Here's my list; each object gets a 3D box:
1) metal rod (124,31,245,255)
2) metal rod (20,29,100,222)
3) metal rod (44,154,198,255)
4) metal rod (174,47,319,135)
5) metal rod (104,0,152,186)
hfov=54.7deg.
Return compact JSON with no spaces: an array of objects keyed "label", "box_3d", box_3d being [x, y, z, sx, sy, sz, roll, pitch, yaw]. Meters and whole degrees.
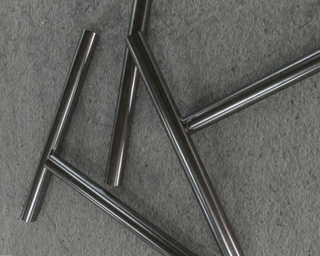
[{"label":"metal rod","box_3d":[0.030,0.026,0.374,0.025,0.025,0.299,-24,91,18]},{"label":"metal rod","box_3d":[-0.151,0.001,0.462,0.025,0.025,0.298,23,98,18]},{"label":"metal rod","box_3d":[-0.034,0.125,0.413,0.300,0.025,0.025,32,101,14]},{"label":"metal rod","box_3d":[0.146,-0.060,0.357,0.300,0.025,0.025,-27,81,17]},{"label":"metal rod","box_3d":[-0.041,-0.070,0.423,0.025,0.025,0.298,11,94,19]}]
